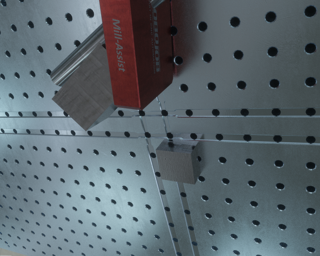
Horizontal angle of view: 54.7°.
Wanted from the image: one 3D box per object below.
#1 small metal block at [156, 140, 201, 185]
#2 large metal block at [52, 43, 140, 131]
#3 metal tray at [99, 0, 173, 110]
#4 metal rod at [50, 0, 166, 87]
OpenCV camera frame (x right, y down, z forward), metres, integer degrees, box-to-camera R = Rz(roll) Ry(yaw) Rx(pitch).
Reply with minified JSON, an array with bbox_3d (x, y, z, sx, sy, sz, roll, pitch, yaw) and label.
[{"bbox_3d":[0.026,0.047,0.425,0.050,0.025,0.050,4,121,25],"label":"small metal block"},{"bbox_3d":[-0.065,-0.050,0.361,0.050,0.080,0.080,44,105,-3],"label":"large metal block"},{"bbox_3d":[-0.019,-0.094,0.316,0.030,0.090,0.129,8,120,22],"label":"metal tray"},{"bbox_3d":[-0.032,-0.117,0.321,0.299,0.025,0.025,-26,105,40],"label":"metal rod"}]
